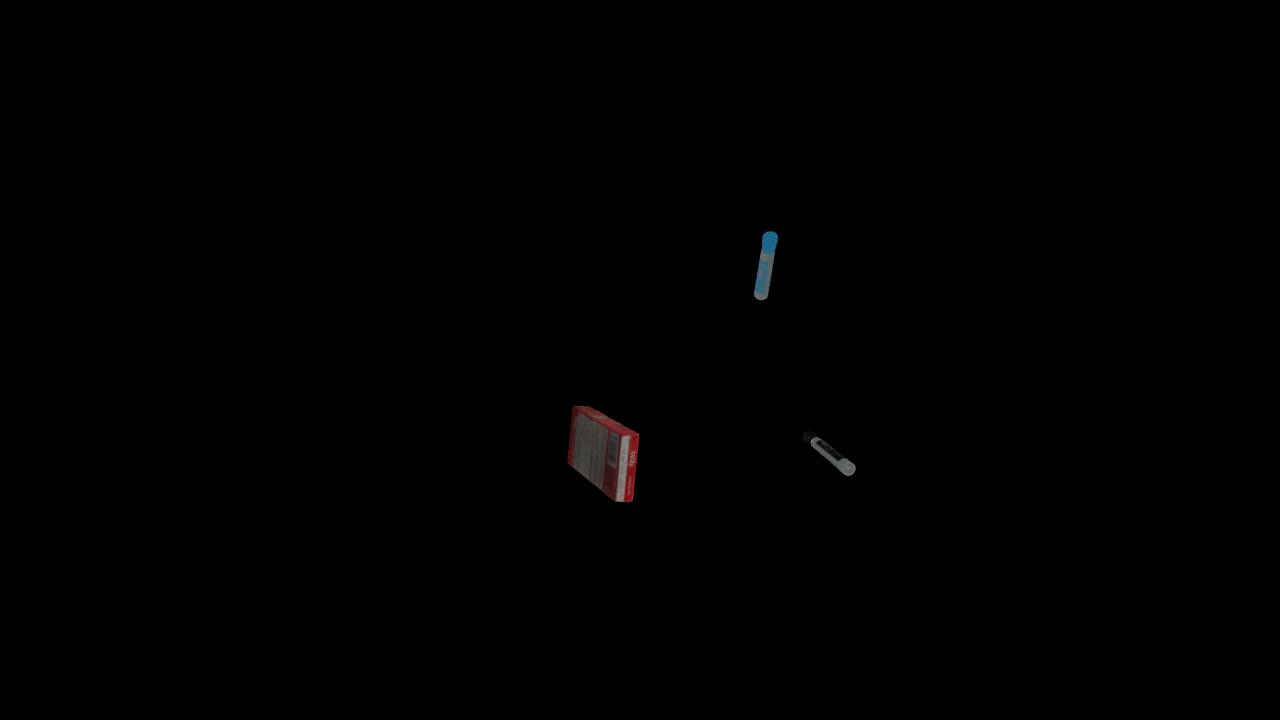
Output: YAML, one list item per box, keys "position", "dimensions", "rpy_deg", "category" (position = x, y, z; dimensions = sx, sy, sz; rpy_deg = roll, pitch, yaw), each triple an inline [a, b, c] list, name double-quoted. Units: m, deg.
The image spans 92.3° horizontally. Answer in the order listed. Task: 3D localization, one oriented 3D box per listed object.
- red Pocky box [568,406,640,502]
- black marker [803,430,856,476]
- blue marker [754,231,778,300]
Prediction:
- position: [-0.049, 0.112, 0.771]
  dimensions: [0.028, 0.083, 0.155]
  rpy_deg: [2, 8, -28]
  category: "red Pocky box"
- position: [0.259, 0.126, 0.853]
  dimensions: [0.020, 0.020, 0.121]
  rpy_deg: [0, 15, -12]
  category: "black marker"
- position: [0.159, -0.119, 0.779]
  dimensions: [0.020, 0.020, 0.121]
  rpy_deg: [0, -31, 4]
  category: "blue marker"
